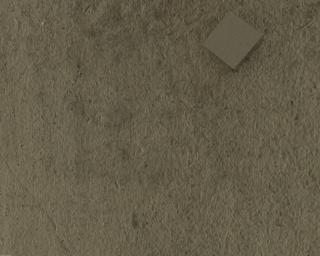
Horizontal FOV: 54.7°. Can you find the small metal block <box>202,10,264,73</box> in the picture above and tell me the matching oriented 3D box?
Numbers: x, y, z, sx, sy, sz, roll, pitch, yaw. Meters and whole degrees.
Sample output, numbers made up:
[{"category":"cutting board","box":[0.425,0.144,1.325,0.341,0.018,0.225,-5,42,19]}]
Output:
[{"category":"small metal block","box":[0.089,-0.104,0.378,0.050,0.025,0.050,43,103,15]}]
